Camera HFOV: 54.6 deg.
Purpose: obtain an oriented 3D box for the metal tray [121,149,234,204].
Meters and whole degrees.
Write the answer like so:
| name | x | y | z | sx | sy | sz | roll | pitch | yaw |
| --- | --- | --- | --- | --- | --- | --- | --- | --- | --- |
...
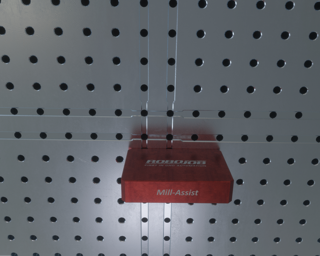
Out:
| name | x | y | z | sx | sy | sz | roll | pitch | yaw |
| --- | --- | --- | --- | --- | --- | --- | --- | --- | --- |
| metal tray | 0.020 | 0.059 | 0.400 | 0.131 | 0.090 | 0.030 | 1 | 110 | -1 |
